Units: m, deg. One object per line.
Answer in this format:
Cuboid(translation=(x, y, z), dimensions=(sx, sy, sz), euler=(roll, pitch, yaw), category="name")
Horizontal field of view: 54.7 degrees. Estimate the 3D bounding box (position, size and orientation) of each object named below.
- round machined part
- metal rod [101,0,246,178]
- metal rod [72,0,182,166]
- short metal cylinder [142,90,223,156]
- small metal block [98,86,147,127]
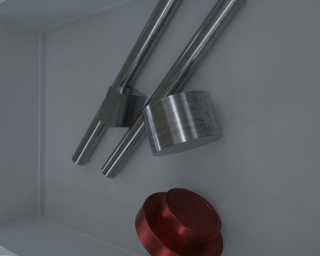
Cuboid(translation=(0.027, 0.103, 0.336), dimensions=(0.098, 0.099, 0.042), euler=(43, 116, 31), category="round machined part")
Cuboid(translation=(0.004, -0.040, 0.401), dimensions=(0.025, 0.025, 0.298), euler=(52, 120, 27), category="metal rod")
Cuboid(translation=(-0.058, -0.058, 0.451), dimensions=(0.025, 0.025, 0.298), euler=(49, 118, 28), category="metal rod")
Cuboid(translation=(0.025, -0.003, 0.349), dimensions=(0.080, 0.081, 0.050), euler=(-24, 75, 37), category="short metal cylinder")
Cuboid(translation=(-0.052, -0.029, 0.431), dimensions=(0.025, 0.050, 0.050), euler=(37, 113, 33), category="small metal block")
